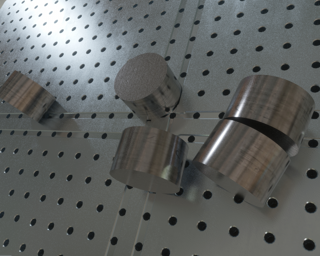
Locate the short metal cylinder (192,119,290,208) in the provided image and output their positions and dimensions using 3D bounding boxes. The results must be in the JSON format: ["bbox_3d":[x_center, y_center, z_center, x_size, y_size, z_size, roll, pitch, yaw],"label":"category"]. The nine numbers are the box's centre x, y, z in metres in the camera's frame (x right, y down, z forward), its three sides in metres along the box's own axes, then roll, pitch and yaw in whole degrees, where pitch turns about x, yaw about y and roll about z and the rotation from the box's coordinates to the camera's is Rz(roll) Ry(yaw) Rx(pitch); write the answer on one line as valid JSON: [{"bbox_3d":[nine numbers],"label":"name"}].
[{"bbox_3d":[0.079,0.035,0.310,0.080,0.080,0.050,27,77,37],"label":"short metal cylinder"}]

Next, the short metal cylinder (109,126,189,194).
[{"bbox_3d":[-0.011,0.039,0.355,0.080,0.080,0.050,1,62,28],"label":"short metal cylinder"}]

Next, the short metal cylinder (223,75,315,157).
[{"bbox_3d":[0.110,-0.011,0.322,0.080,0.080,0.050,17,71,34],"label":"short metal cylinder"}]

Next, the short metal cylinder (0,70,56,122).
[{"bbox_3d":[-0.226,-0.052,0.524,0.080,0.080,0.050,24,75,36],"label":"short metal cylinder"}]

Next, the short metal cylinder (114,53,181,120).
[{"bbox_3d":[-0.017,-0.059,0.437,0.080,0.050,0.080,-13,56,21],"label":"short metal cylinder"}]
